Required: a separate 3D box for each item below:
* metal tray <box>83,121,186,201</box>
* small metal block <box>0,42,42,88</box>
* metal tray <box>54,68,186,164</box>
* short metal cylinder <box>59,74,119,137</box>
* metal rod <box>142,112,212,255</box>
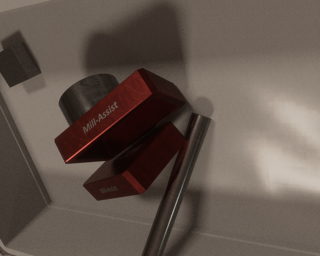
[{"bbox_3d":[-0.036,0.045,0.388,0.030,0.090,0.130,50,145,-11],"label":"metal tray"},{"bbox_3d":[-0.214,-0.093,0.461,0.050,0.025,0.050,-13,112,33],"label":"small metal block"},{"bbox_3d":[-0.043,-0.008,0.354,0.130,0.090,0.030,-37,73,17],"label":"metal tray"},{"bbox_3d":[-0.078,-0.023,0.390,0.080,0.081,0.050,-45,69,39],"label":"short metal cylinder"},{"bbox_3d":[0.003,0.125,0.391,0.025,0.025,0.298,21,97,15],"label":"metal rod"}]
